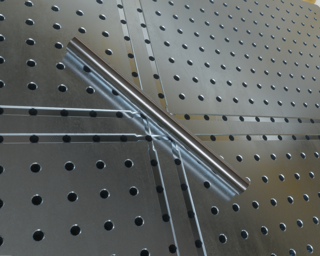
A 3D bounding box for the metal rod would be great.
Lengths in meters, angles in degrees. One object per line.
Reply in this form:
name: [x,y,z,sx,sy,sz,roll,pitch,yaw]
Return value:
metal rod: [-0.002,-0.016,0.417,0.300,0.025,0.025,40,51,-1]
